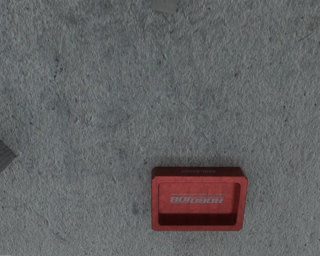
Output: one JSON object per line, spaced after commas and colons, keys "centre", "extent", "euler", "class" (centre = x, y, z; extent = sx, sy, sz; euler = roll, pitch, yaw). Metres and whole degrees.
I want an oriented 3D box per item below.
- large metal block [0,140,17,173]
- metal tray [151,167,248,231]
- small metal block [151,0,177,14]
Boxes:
{"centre": [-0.245, 0.036, 0.391], "extent": [0.050, 0.080, 0.080], "euler": [-33, 107, 11], "class": "large metal block"}
{"centre": [0.054, 0.102, 0.445], "extent": [0.131, 0.030, 0.089], "euler": [0, 110, -1], "class": "metal tray"}
{"centre": [0.008, -0.153, 0.340], "extent": [0.025, 0.050, 0.050], "euler": [10, 110, -4], "class": "small metal block"}
